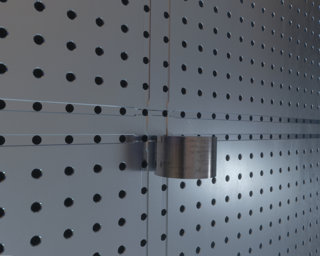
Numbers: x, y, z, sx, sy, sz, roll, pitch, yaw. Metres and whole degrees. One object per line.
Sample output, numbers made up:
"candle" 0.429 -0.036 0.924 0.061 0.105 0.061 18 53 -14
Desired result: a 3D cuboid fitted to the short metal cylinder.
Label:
"short metal cylinder" 0.033 0.036 0.404 0.081 0.080 0.050 2 89 -40
